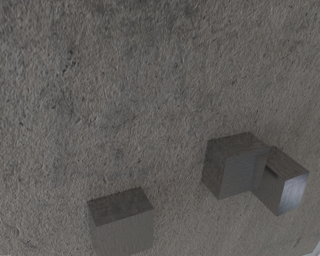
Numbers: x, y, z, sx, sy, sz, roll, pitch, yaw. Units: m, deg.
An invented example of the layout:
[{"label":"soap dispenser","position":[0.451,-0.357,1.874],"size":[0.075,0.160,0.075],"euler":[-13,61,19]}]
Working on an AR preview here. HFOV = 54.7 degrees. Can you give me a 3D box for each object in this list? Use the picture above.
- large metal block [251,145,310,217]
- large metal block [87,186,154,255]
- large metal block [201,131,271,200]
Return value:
[{"label":"large metal block","position":[0.200,0.090,0.535],"size":[0.050,0.080,0.079],"euler":[-15,125,-20]},{"label":"large metal block","position":[-0.056,0.140,0.447],"size":[0.081,0.050,0.079],"euler":[-12,124,-22]},{"label":"large metal block","position":[0.118,0.058,0.491],"size":[0.081,0.050,0.079],"euler":[-11,123,-23]}]
